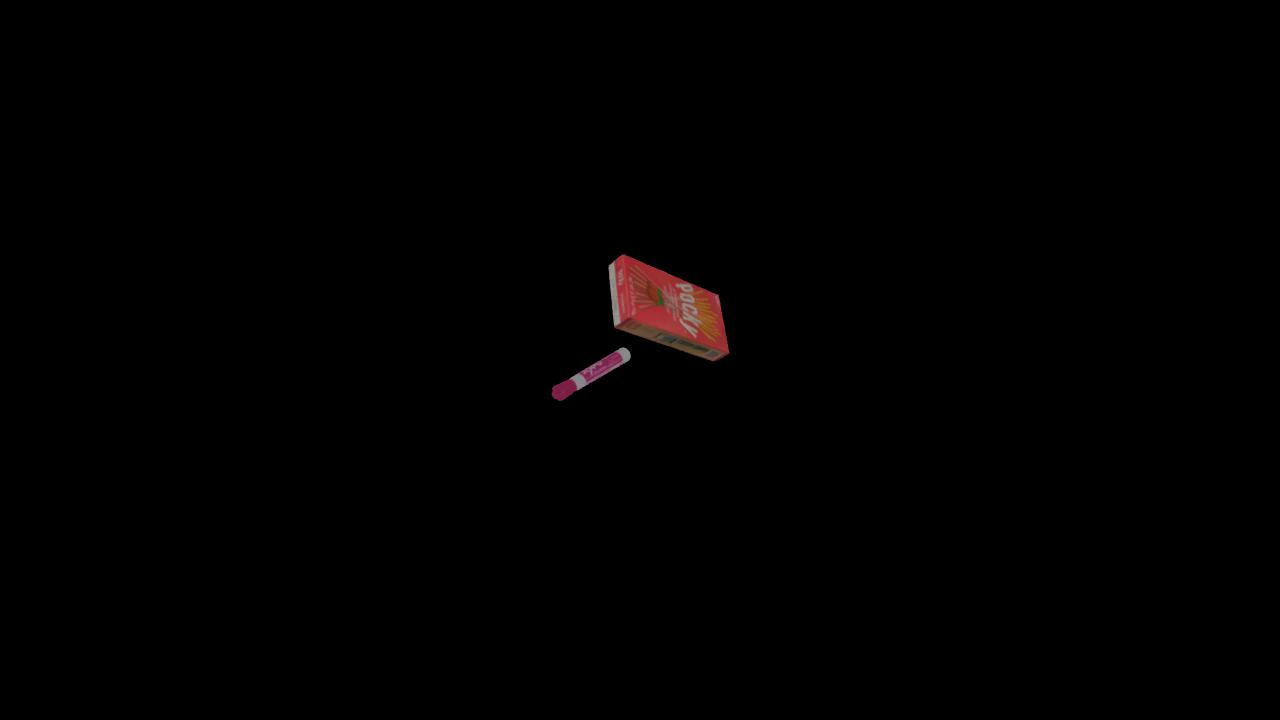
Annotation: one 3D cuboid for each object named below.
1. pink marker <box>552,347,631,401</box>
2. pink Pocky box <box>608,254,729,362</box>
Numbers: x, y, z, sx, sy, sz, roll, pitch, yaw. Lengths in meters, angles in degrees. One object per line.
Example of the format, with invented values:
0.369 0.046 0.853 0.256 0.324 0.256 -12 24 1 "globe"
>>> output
-0.057 0.016 0.722 0.020 0.020 0.121 0 23 44 "pink marker"
0.035 -0.056 0.696 0.155 0.084 0.029 18 -36 -37 "pink Pocky box"
